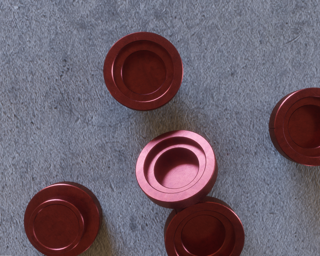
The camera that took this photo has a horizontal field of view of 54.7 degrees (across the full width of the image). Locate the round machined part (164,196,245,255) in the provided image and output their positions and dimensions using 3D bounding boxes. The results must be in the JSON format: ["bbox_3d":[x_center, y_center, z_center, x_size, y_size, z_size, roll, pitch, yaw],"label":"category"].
[{"bbox_3d":[0.054,0.133,0.397,0.099,0.042,0.097,-1,98,-4],"label":"round machined part"}]

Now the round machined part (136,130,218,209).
[{"bbox_3d":[0.023,0.054,0.385,0.098,0.042,0.098,-10,53,13],"label":"round machined part"}]

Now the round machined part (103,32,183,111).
[{"bbox_3d":[-0.021,-0.070,0.401,0.099,0.042,0.097,0,90,0],"label":"round machined part"}]

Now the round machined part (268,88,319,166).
[{"bbox_3d":[0.190,-0.002,0.403,0.099,0.042,0.097,0,90,0],"label":"round machined part"}]

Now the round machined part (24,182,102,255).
[{"bbox_3d":[-0.127,0.121,0.400,0.099,0.042,0.097,0,90,0],"label":"round machined part"}]
